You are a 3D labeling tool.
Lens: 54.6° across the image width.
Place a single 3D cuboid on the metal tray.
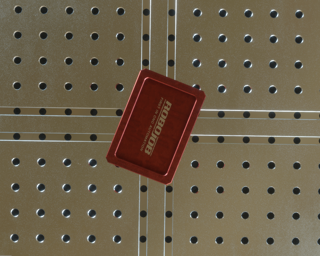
[{"bbox_3d":[-0.005,-0.002,0.411,0.090,0.030,0.129,22,90,-1],"label":"metal tray"}]
